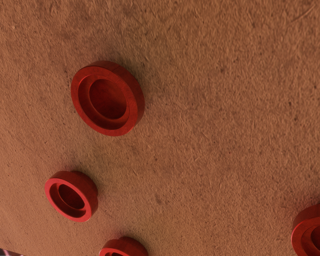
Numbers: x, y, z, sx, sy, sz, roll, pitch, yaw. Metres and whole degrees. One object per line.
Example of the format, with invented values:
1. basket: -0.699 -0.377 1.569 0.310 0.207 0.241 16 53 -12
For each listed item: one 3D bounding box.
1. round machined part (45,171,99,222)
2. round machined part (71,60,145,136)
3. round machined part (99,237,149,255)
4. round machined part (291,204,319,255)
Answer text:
1. round machined part: -0.149 0.115 0.546 0.098 0.042 0.097 13 124 21
2. round machined part: -0.063 -0.041 0.404 0.098 0.042 0.097 13 124 21
3. round machined part: -0.061 0.243 0.578 0.098 0.042 0.097 13 124 21
4. round machined part: 0.209 0.125 0.363 0.098 0.042 0.097 13 124 21
